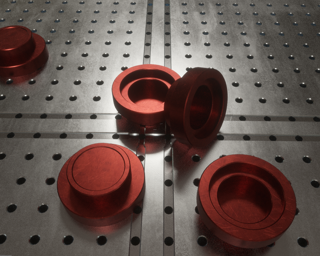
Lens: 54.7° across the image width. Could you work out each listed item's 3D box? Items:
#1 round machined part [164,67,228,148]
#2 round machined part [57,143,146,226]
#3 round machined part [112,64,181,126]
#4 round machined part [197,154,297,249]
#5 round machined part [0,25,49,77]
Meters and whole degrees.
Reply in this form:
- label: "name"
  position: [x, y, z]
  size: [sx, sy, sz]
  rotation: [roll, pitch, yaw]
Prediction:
- label: "round machined part"
  position: [0.042, -0.027, 0.388]
  size: [0.042, 0.098, 0.098]
  rotation: [16, 49, 38]
- label: "round machined part"
  position: [-0.066, 0.055, 0.349]
  size: [0.099, 0.042, 0.098]
  rotation: [0, 50, 0]
- label: "round machined part"
  position: [-0.016, -0.042, 0.432]
  size: [0.099, 0.042, 0.098]
  rotation: [0, 50, 0]
- label: "round machined part"
  position: [0.088, 0.080, 0.331]
  size: [0.099, 0.042, 0.098]
  rotation: [0, 50, 0]
- label: "round machined part"
  position: [-0.237, -0.130, 0.503]
  size: [0.099, 0.042, 0.098]
  rotation: [0, 50, 0]
